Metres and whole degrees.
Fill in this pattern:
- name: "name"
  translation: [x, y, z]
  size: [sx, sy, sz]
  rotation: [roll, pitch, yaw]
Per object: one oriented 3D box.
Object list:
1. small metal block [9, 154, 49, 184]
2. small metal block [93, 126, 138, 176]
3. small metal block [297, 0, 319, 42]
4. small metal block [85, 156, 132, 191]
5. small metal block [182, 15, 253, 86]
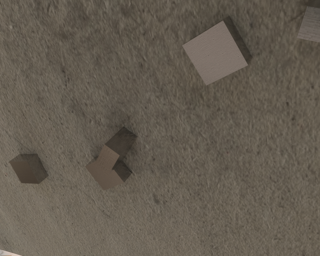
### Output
- name: "small metal block"
  translation: [-0.245, 0.076, 0.580]
  size: [0.050, 0.025, 0.050]
  rotation: [-4, 117, 29]
- name: "small metal block"
  translation: [-0.063, 0.033, 0.443]
  size: [0.025, 0.050, 0.050]
  rotation: [36, 129, 4]
- name: "small metal block"
  translation: [0.146, -0.089, 0.259]
  size: [0.050, 0.050, 0.025]
  rotation: [18, 125, 17]
- name: "small metal block"
  translation: [-0.081, 0.066, 0.489]
  size: [0.050, 0.025, 0.050]
  rotation: [-27, 104, 37]
- name: "small metal block"
  translation: [0.060, -0.080, 0.325]
  size: [0.050, 0.025, 0.050]
  rotation: [-24, 106, 36]
